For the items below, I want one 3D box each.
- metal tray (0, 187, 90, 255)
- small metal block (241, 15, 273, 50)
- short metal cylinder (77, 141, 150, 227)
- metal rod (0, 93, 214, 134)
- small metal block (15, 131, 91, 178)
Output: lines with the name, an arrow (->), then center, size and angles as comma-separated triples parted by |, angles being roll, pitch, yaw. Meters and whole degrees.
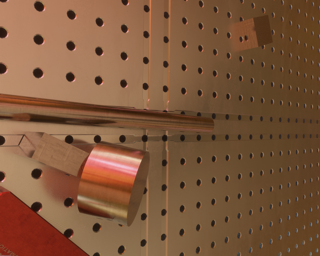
metal tray -> -0.135, 0.130, 0.294 | 0.090, 0.030, 0.130 | -52, 121, -27
small metal block -> 0.176, -0.173, 0.559 | 0.050, 0.025, 0.050 | -25, 106, -38
short metal cylinder -> -0.046, 0.058, 0.329 | 0.080, 0.050, 0.080 | 11, 92, -82
metal rod -> -0.042, -0.012, 0.375 | 0.302, 0.025, 0.025 | 4, 88, -40
small metal block -> -0.106, 0.026, 0.305 | 0.050, 0.050, 0.025 | 33, 70, -36
